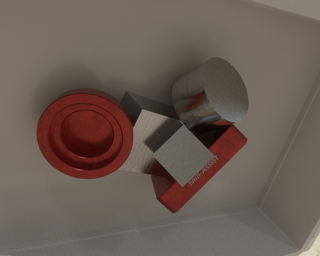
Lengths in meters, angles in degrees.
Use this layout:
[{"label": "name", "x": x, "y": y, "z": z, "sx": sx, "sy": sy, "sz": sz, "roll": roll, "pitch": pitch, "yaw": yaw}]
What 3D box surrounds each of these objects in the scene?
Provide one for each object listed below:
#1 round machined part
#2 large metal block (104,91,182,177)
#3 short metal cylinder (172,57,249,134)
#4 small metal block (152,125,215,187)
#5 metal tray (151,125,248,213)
[{"label": "round machined part", "x": -0.079, "y": 0.003, "z": 0.341, "sx": 0.099, "sy": 0.042, "sz": 0.097, "roll": -2, "pitch": 111, "yaw": -4}, {"label": "large metal block", "x": -0.016, "y": 0.010, "z": 0.390, "sx": 0.081, "sy": 0.050, "sz": 0.080, "roll": 16, "pitch": 110, "yaw": -35}, {"label": "short metal cylinder", "x": 0.061, "y": -0.038, "z": 0.375, "sx": 0.081, "sy": 0.080, "sz": 0.050, "roll": 17, "pitch": 153, "yaw": -35}, {"label": "small metal block", "x": 0.028, "y": 0.032, "z": 0.361, "sx": 0.050, "sy": 0.050, "sz": 0.025, "roll": -44, "pitch": 168, "yaw": 3}, {"label": "metal tray", "x": 0.047, "y": 0.043, "z": 0.417, "sx": 0.130, "sy": 0.090, "sz": 0.030, "roll": -45, "pitch": 102, "yaw": 3}]
